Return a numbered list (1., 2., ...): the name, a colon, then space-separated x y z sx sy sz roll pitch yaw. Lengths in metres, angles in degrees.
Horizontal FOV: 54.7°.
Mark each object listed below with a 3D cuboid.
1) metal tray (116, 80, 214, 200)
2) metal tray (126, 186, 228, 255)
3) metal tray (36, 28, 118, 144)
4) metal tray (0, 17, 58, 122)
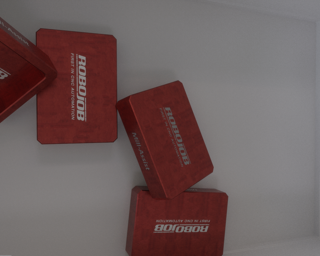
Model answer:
1. metal tray: 0.010 0.013 0.390 0.091 0.030 0.129 -24 95 -40
2. metal tray: 0.025 0.127 0.417 0.131 0.030 0.089 6 88 -20
3. metal tray: -0.099 -0.047 0.371 0.091 0.030 0.129 -1 90 -20
4. metal tray: -0.170 -0.060 0.278 0.090 0.130 0.030 -38 62 4
